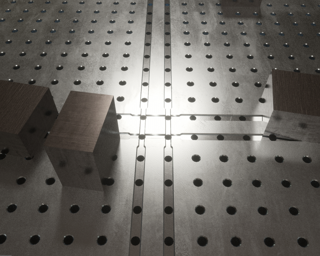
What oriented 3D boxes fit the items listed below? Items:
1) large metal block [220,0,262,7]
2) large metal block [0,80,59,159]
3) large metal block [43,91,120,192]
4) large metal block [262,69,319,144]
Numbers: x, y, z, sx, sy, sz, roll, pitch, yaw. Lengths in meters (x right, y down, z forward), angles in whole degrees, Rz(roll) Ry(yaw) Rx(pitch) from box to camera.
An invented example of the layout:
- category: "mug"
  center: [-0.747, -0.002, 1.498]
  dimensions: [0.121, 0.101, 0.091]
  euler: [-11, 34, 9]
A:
- category: "large metal block"
  center: [0.166, -0.295, 0.641]
  dimensions: [0.081, 0.050, 0.080]
  euler: [2, 50, 1]
- category: "large metal block"
  center: [-0.192, -0.013, 0.400]
  dimensions: [0.080, 0.050, 0.080]
  euler: [10, 51, 7]
- category: "large metal block"
  center: [-0.084, 0.016, 0.358]
  dimensions: [0.050, 0.080, 0.080]
  euler: [7, 50, 5]
- category: "large metal block"
  center: [0.187, -0.030, 0.419]
  dimensions: [0.080, 0.050, 0.080]
  euler: [9, 51, 7]
